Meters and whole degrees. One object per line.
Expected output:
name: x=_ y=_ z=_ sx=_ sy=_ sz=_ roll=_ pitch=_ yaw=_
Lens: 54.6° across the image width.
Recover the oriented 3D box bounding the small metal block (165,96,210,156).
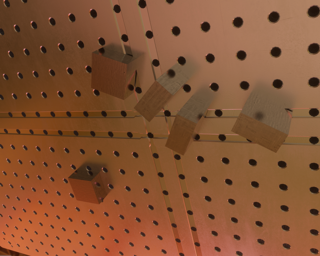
small metal block: x=0.034 y=-0.003 z=0.376 sx=0.025 sy=0.050 sz=0.050 roll=27 pitch=128 yaw=11

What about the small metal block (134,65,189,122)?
small metal block: x=0.002 y=-0.041 z=0.369 sx=0.025 sy=0.050 sz=0.050 roll=42 pitch=129 yaw=-1

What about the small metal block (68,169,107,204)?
small metal block: x=-0.126 y=0.103 z=0.542 sx=0.050 sy=0.025 sz=0.050 roll=2 pitch=120 yaw=27

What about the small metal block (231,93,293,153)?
small metal block: x=0.110 y=-0.007 z=0.333 sx=0.050 sy=0.050 sz=0.025 roll=27 pitch=128 yaw=11

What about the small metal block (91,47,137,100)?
small metal block: x=-0.060 y=-0.070 z=0.400 sx=0.050 sy=0.025 sz=0.050 roll=21 pitch=127 yaw=15
